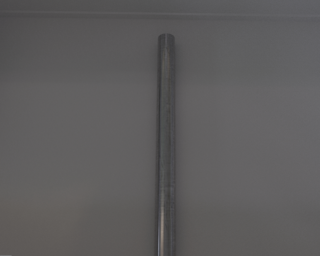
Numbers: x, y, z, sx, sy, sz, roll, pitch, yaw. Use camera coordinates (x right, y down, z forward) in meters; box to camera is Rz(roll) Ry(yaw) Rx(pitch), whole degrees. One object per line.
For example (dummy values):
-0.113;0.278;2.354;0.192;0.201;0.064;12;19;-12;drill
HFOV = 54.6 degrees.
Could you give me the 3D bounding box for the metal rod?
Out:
0.007;0.009;0.406;0.025;0.025;0.299;1;70;0;metal rod
